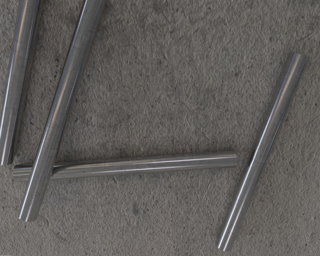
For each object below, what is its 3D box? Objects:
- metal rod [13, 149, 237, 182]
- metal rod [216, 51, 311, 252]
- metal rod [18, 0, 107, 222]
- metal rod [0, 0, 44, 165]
[{"bbox_3d":[-0.048,0.052,0.428,0.302,0.025,0.025,-4,110,1],"label":"metal rod"},{"bbox_3d":[0.134,0.045,0.427,0.025,0.025,0.298,13,110,-5],"label":"metal rod"},{"bbox_3d":[-0.125,-0.017,0.385,0.025,0.025,0.298,20,102,-7],"label":"metal rod"},{"bbox_3d":[-0.167,-0.088,0.375,0.025,0.025,0.298,17,109,-6],"label":"metal rod"}]
